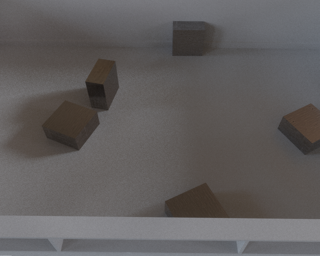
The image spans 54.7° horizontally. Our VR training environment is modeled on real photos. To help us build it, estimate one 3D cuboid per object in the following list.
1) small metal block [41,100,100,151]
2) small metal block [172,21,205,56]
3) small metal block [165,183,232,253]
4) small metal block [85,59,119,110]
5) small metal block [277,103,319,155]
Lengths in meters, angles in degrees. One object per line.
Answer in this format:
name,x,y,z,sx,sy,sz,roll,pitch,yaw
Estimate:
small metal block,-0.116,-0.004,0.408,0.050,0.025,0.050,19,53,15
small metal block,0.046,-0.147,0.513,0.050,0.050,0.025,0,50,0
small metal block,0.039,0.093,0.327,0.050,0.025,0.050,-21,53,-17
small metal block,-0.080,-0.062,0.440,0.025,0.050,0.050,10,51,8
small metal block,0.194,0.000,0.406,0.050,0.025,0.050,-23,54,-18
